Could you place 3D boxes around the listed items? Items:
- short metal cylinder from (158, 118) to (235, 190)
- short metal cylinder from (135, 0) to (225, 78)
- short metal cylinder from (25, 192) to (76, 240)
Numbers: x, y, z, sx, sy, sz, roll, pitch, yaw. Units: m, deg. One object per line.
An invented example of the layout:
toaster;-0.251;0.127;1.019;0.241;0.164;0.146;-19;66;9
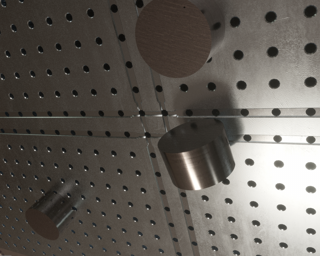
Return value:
short metal cylinder;0.044;0.029;0.370;0.080;0.080;0.050;-8;115;31
short metal cylinder;0.022;-0.098;0.322;0.080;0.050;0.079;13;124;20
short metal cylinder;-0.216;0.174;0.614;0.080;0.050;0.079;13;124;20
